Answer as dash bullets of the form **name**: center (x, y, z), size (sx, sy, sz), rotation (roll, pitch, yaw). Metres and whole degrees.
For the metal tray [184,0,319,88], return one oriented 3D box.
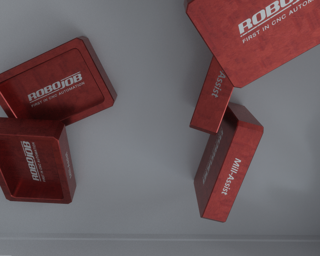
- **metal tray**: center (0.097, -0.102, 0.252), size (0.130, 0.030, 0.090), rotation (-30, 120, 19)

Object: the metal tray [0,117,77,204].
- **metal tray**: center (-0.164, 0.046, 0.400), size (0.091, 0.030, 0.129), rotation (3, 131, -2)

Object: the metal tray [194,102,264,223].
- **metal tray**: center (0.080, 0.040, 0.391), size (0.030, 0.090, 0.129), rotation (15, 109, -5)

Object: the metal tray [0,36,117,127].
- **metal tray**: center (-0.132, -0.047, 0.389), size (0.130, 0.030, 0.090), rotation (-23, 109, 8)

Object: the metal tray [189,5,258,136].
- **metal tray**: center (0.071, -0.066, 0.350), size (0.030, 0.090, 0.129), rotation (19, 109, 5)
